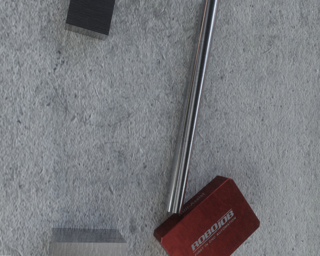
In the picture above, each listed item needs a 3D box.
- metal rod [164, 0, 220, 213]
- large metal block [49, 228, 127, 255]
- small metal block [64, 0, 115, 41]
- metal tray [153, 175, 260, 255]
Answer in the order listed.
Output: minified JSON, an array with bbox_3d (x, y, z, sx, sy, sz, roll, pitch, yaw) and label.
[{"bbox_3d":[0.045,-0.035,0.426,0.025,0.025,0.298,12,86,-20],"label":"metal rod"},{"bbox_3d":[-0.089,0.166,0.364,0.081,0.050,0.080,9,87,-20],"label":"large metal block"},{"bbox_3d":[-0.085,-0.140,0.378,0.050,0.025,0.050,11,86,-20],"label":"small metal block"},{"bbox_3d":[0.068,0.141,0.433,0.131,0.030,0.090,-37,102,-17],"label":"metal tray"}]
